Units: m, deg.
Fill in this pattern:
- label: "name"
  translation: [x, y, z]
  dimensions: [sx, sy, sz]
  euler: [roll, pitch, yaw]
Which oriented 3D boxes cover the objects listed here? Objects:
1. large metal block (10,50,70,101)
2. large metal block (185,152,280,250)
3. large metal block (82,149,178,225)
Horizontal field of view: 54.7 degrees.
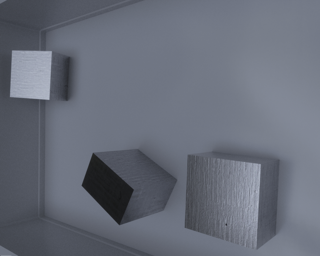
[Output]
- label: "large metal block"
  translation: [-0.210, -0.090, 0.543]
  dimensions: [0.080, 0.050, 0.079]
  euler: [5, 94, 17]
- label: "large metal block"
  translation: [0.075, 0.070, 0.327]
  dimensions: [0.080, 0.050, 0.079]
  euler: [4, 93, 39]
- label: "large metal block"
  translation: [-0.039, 0.071, 0.401]
  dimensions: [0.080, 0.081, 0.050]
  euler: [34, 111, 34]
